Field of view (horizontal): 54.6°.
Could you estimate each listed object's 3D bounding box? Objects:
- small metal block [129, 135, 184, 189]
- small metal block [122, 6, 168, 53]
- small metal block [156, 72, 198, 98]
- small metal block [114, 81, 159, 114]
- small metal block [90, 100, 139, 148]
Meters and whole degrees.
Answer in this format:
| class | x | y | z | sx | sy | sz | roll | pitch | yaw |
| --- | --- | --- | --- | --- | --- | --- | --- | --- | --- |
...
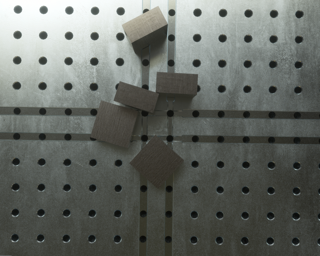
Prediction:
| class | x | y | z | sx | sy | sz | roll | pitch | yaw |
| --- | --- | --- | --- | --- | --- | --- | --- | --- | --- |
| small metal block | -0.004 | 0.044 | 0.413 | 0.050 | 0.025 | 0.050 | 42 | 90 | 0 |
| small metal block | -0.018 | -0.126 | 0.401 | 0.050 | 0.050 | 0.025 | -28 | 90 | 0 |
| small metal block | 0.021 | -0.055 | 0.401 | 0.050 | 0.050 | 0.025 | 3 | 90 | 0 |
| small metal block | -0.029 | -0.038 | 0.401 | 0.050 | 0.050 | 0.025 | 17 | 90 | 0 |
| small metal block | -0.059 | -0.005 | 0.413 | 0.050 | 0.025 | 0.050 | 16 | 90 | 0 |
